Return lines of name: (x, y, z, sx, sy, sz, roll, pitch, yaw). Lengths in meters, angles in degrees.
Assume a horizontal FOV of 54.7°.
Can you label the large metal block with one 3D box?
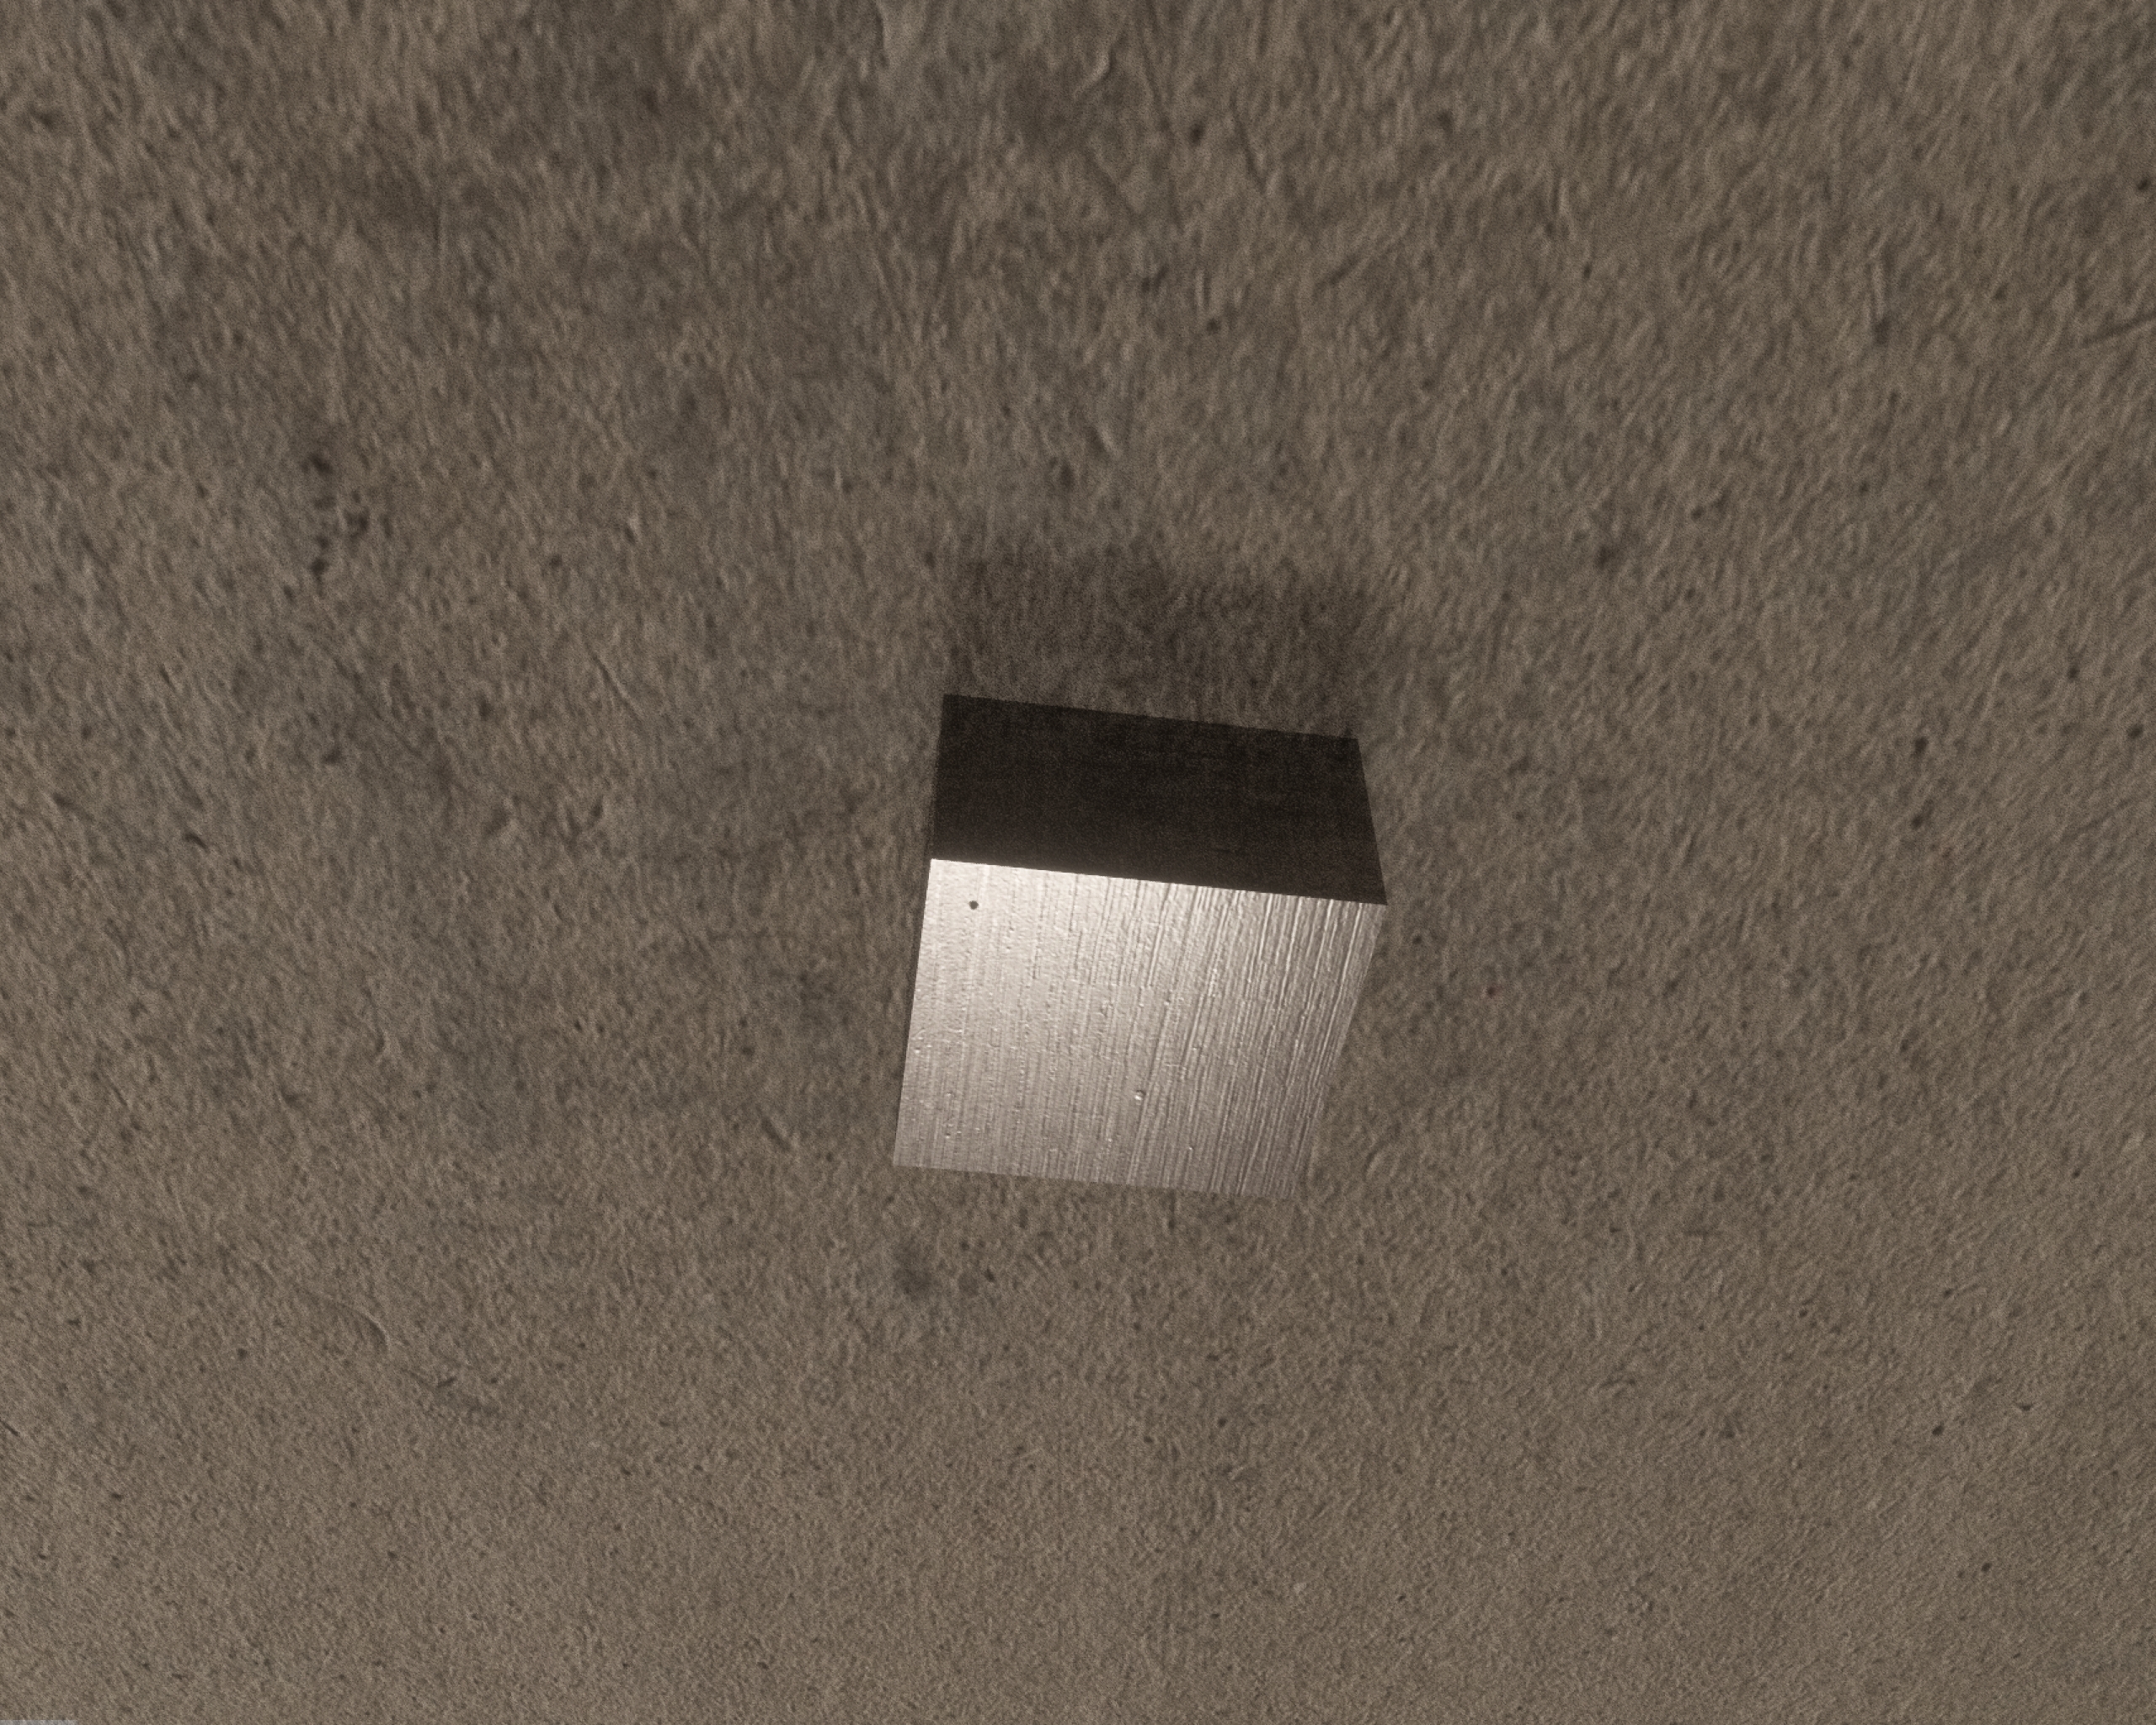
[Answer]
large metal block: (0.009, 0.017, 0.407, 0.081, 0.050, 0.079, 6, 130, -6)
